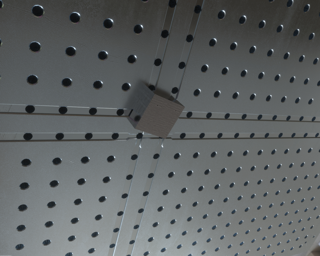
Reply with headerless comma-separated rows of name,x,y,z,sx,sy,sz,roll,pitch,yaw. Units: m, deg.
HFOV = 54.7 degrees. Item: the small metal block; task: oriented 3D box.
small metal block,-0.005,-0.019,0.399,0.050,0.025,0.050,20,108,-36
